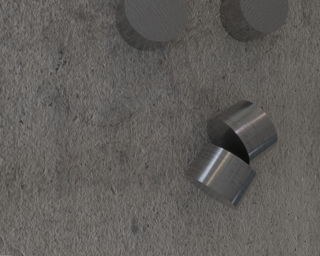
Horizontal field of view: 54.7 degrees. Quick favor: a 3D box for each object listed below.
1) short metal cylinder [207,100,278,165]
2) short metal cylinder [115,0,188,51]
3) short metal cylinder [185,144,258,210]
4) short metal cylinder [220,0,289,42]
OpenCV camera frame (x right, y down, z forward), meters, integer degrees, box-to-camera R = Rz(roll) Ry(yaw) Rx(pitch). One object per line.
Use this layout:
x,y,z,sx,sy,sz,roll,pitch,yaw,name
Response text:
0.110,0.009,0.420,0.050,0.080,0.080,-33,101,-17,short metal cylinder
-0.011,-0.143,0.391,0.081,0.050,0.080,0,90,-20,short metal cylinder
0.079,0.064,0.409,0.080,0.080,0.050,39,78,-16,short metal cylinder
0.134,-0.170,0.445,0.081,0.050,0.080,0,90,-20,short metal cylinder
